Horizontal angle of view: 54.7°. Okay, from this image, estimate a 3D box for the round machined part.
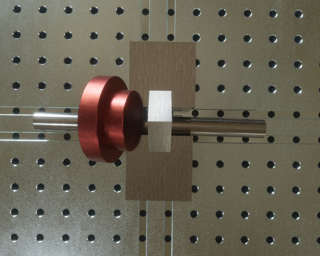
[{"bbox_3d":[-0.049,-0.009,0.347,0.042,0.098,0.097,4,90,14],"label":"round machined part"}]

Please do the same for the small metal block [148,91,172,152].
[{"bbox_3d":[0.000,-0.008,0.357,0.025,0.050,0.050,1,46,0],"label":"small metal block"}]

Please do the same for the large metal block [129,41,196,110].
[{"bbox_3d":[0.003,-0.065,0.401,0.081,0.050,0.079,1,90,0],"label":"large metal block"}]

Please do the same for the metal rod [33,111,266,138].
[{"bbox_3d":[-0.013,-0.004,0.413,0.302,0.025,0.025,2,90,0],"label":"metal rod"}]

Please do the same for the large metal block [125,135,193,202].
[{"bbox_3d":[-0.001,0.049,0.401,0.081,0.050,0.079,1,90,0],"label":"large metal block"}]
